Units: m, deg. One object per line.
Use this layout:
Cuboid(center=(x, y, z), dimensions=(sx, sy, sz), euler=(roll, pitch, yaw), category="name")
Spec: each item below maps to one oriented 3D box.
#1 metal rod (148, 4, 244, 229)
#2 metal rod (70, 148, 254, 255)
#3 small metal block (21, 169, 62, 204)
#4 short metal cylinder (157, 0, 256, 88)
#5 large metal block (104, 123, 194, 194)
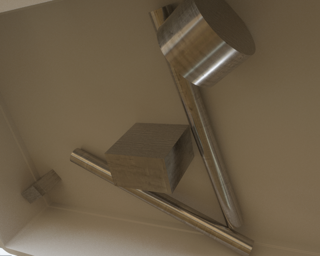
Cuboid(center=(0.052, 0.002, 0.381), dimensions=(0.025, 0.025, 0.299), euler=(-9, 114, 32), category="metal rod")
Cuboid(center=(-0.008, 0.104, 0.463), dimensions=(0.301, 0.025, 0.025), euler=(25, 127, 17), category="metal rod")
Cuboid(center=(-0.219, 0.108, 0.571), dimensions=(0.050, 0.050, 0.025), euler=(-31, 101, 37), category="small metal block")
Cuboid(center=(0.044, -0.086, 0.296), dimensions=(0.080, 0.080, 0.050), euler=(47, 129, -5), category="short metal cylinder")
Cuboid(center=(-0.010, 0.035, 0.399), dimensions=(0.080, 0.080, 0.050), euler=(3, 120, 26), category="large metal block")
